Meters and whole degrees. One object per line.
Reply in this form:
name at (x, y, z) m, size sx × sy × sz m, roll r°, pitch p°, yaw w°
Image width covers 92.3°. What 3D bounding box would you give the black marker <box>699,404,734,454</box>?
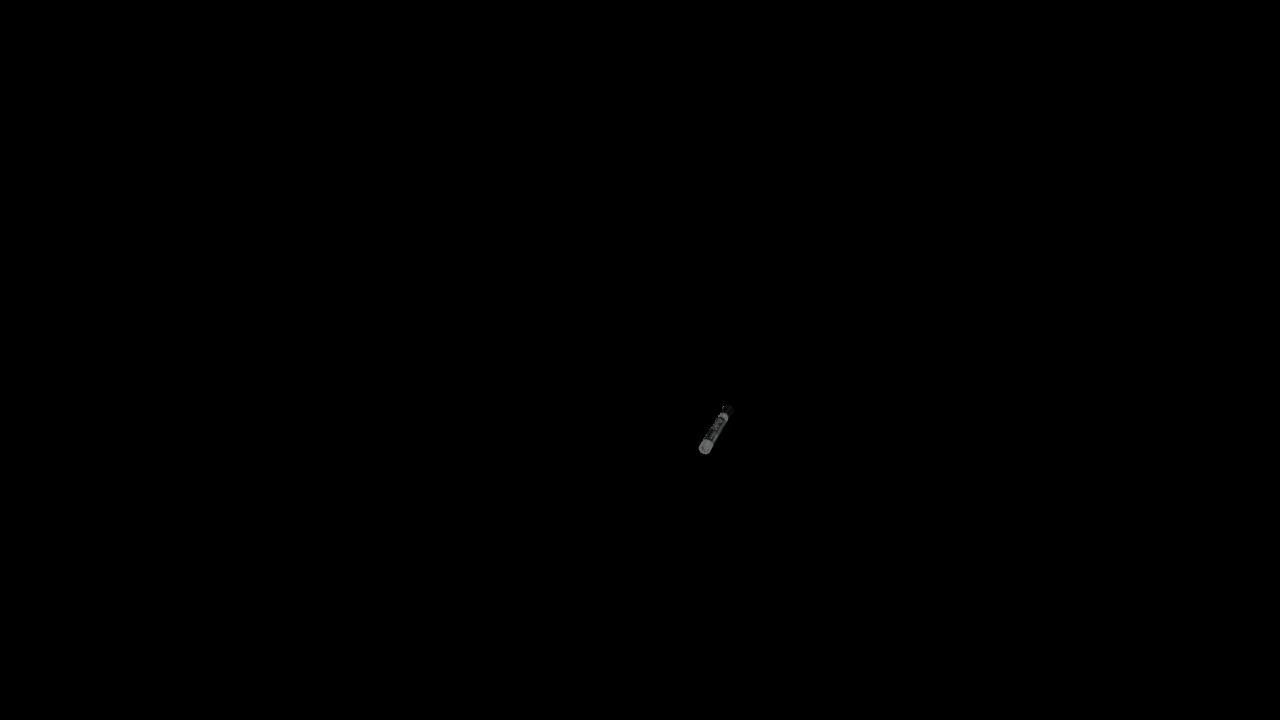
black marker at (0.124, 0.108, 0.987) m, size 0.020 × 0.020 × 0.121 m, roll 0°, pitch 29°, yaw 30°
